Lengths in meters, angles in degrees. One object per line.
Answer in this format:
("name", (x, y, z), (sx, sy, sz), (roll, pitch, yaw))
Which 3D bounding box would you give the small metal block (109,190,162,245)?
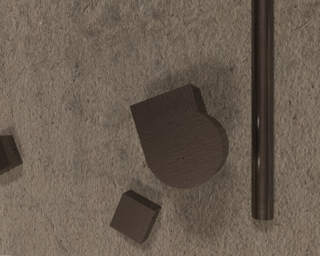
("small metal block", (-0.033, 0.120, 0.420), (0.050, 0.025, 0.050), (25, 98, 18))

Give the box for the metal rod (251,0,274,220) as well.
("metal rod", (0.121, -0.044, 0.366), (0.025, 0.025, 0.298), (0, 90, 19))

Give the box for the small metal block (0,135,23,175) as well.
("small metal block", (-0.256, 0.045, 0.497), (0.050, 0.025, 0.050), (-27, 82, 17))

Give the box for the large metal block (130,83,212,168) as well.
("large metal block", (0.019, -0.002, 0.388), (0.080, 0.050, 0.080), (-19, 84, 18))

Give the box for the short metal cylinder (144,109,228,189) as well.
("short metal cylinder", (0.030, 0.021, 0.332), (0.080, 0.050, 0.079), (0, 90, 19))
